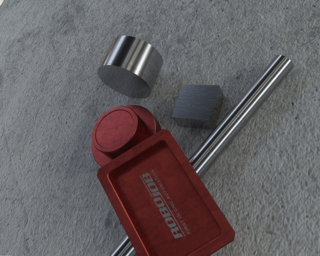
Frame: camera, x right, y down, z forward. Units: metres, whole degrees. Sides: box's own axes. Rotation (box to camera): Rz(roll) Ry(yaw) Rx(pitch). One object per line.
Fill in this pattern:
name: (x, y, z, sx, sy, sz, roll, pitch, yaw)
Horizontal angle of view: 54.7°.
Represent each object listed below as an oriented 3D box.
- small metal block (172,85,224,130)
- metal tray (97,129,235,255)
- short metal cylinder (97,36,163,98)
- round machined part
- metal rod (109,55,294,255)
small metal block: (0.049, -0.027, 0.395, 0.050, 0.025, 0.050, 6, 64, 30)
metal tray: (0.004, 0.077, 0.320, 0.090, 0.030, 0.130, -32, 69, 0)
short metal cylinder: (-0.042, -0.085, 0.443, 0.080, 0.080, 0.050, 8, 66, 31)
round machined part: (-0.050, 0.010, 0.413, 0.098, 0.042, 0.098, -13, 56, 21)
metal rod: (0.052, 0.033, 0.356, 0.300, 0.025, 0.025, -49, 52, -7)
